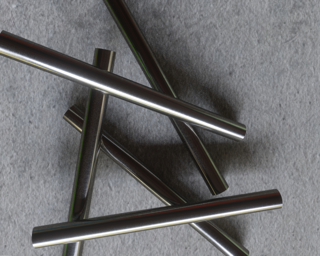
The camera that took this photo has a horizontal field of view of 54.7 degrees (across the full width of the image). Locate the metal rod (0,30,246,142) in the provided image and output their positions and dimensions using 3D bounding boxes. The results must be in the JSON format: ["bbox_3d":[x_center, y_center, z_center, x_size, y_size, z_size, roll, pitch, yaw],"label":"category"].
[{"bbox_3d":[-0.027,-0.040,0.362,0.302,0.025,0.025,19,90,-19],"label":"metal rod"}]

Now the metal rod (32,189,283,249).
[{"bbox_3d":[0.001,0.110,0.381,0.302,0.025,0.025,-8,90,-5],"label":"metal rod"}]

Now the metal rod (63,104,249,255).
[{"bbox_3d":[-0.005,0.075,0.410,0.300,0.025,0.025,40,90,-1],"label":"metal rod"}]

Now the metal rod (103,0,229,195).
[{"bbox_3d":[0.007,-0.047,0.410,0.025,0.025,0.299,-29,90,0],"label":"metal rod"}]

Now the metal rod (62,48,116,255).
[{"bbox_3d":[-0.093,0.052,0.388,0.025,0.025,0.298,11,98,-1],"label":"metal rod"}]
